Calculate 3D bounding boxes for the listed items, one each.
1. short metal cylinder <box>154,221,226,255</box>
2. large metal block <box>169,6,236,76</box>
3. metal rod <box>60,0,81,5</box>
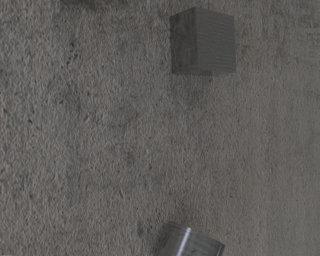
[{"bbox_3d":[0.038,0.161,0.401,0.080,0.080,0.050,38,67,-34],"label":"short metal cylinder"},{"bbox_3d":[0.062,-0.118,0.440,0.081,0.050,0.079,-5,93,-40],"label":"large metal block"},{"bbox_3d":[-0.004,-0.222,0.400,0.302,0.025,0.025,-41,115,-32],"label":"metal rod"}]
